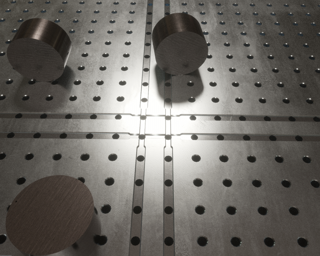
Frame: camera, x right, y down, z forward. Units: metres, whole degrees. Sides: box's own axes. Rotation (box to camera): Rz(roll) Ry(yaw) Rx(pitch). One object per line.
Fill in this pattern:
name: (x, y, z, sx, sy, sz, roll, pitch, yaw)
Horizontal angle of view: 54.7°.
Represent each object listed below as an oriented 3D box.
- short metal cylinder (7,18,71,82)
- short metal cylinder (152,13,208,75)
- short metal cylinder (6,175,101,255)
short metal cylinder: (-0.180, -0.116, 0.467, 0.081, 0.080, 0.050, 1, 50, 1)
short metal cylinder: (0.030, -0.129, 0.481, 0.081, 0.080, 0.050, -5, 50, -5)
short metal cylinder: (-0.103, 0.095, 0.310, 0.081, 0.050, 0.080, 0, 50, 0)
